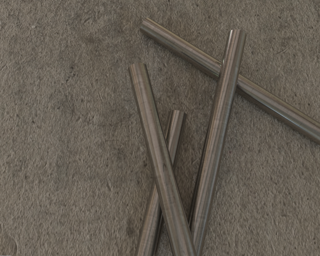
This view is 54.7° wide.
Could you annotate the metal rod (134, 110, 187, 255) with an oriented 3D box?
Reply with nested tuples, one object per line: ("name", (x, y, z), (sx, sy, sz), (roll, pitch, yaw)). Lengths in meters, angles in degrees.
("metal rod", (-0.010, 0.118, 0.364), (0.025, 0.025, 0.299), (12, 70, 4))

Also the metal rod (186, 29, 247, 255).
("metal rod", (0.069, 0.014, 0.386), (0.025, 0.025, 0.299), (13, 77, 5))

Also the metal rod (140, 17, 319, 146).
("metal rod", (0.098, -0.070, 0.434), (0.300, 0.025, 0.025), (35, 74, 12))

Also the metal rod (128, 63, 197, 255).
("metal rod", (0.006, 0.058, 0.359), (0.025, 0.025, 0.299), (-13, 71, -5))
